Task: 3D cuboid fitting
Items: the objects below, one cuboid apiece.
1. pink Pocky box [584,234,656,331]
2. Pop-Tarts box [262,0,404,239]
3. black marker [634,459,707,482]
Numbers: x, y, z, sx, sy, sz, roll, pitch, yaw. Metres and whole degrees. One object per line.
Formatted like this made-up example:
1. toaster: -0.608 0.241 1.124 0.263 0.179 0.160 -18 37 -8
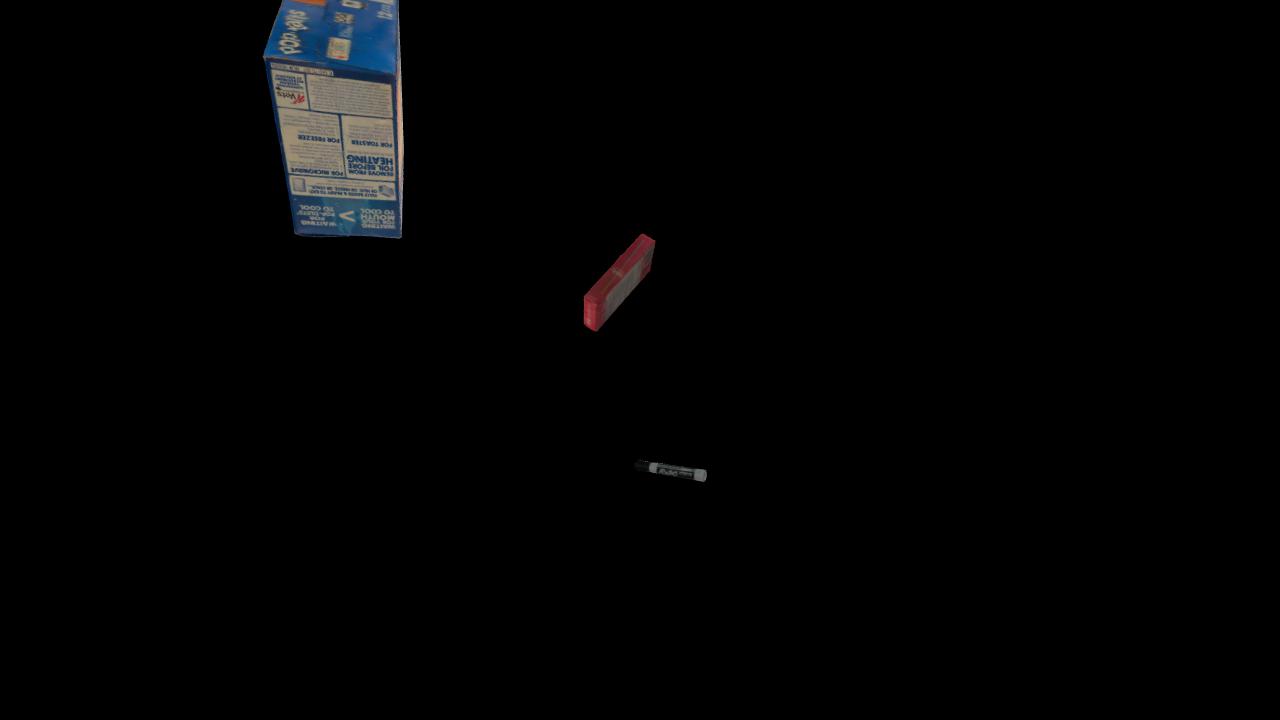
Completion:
1. pink Pocky box: -0.033 -0.122 0.972 0.029 0.155 0.084 34 -24 11
2. Pop-Tarts box: -0.237 -0.205 0.498 0.083 0.167 0.141 -1 -42 -19
3. black marker: 0.047 0.176 0.982 0.121 0.020 0.020 5 2 24
